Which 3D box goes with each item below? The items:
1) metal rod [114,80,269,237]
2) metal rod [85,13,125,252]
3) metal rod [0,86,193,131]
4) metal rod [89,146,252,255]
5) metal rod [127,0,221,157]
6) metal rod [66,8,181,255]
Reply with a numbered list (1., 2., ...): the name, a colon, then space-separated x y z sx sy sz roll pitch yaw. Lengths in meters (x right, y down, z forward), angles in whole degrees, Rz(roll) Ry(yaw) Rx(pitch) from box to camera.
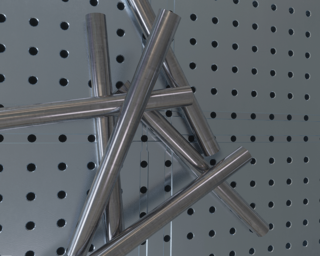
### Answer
1. metal rod: 0.053 0.051 0.431 0.300 0.025 0.025 45 76 -15
2. metal rod: -0.067 0.011 0.387 0.025 0.025 0.298 -6 92 -20
3. metal rod: -0.109 -0.019 0.351 0.302 0.025 0.025 -8 93 -12
4. metal rod: -0.004 0.113 0.383 0.301 0.025 0.025 -32 101 -17
5. metal rod: 0.006 -0.097 0.414 0.025 0.025 0.299 -30 100 -17
6. metal rod: -0.045 0.016 0.350 0.025 0.025 0.298 19 101 -19
